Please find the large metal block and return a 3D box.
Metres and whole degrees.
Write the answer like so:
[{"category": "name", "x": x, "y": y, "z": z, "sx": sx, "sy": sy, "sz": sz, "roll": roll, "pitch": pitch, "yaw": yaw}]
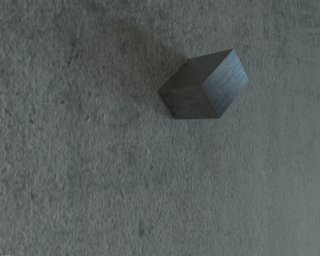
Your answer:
[{"category": "large metal block", "x": 0.058, "y": -0.057, "z": 0.416, "sx": 0.080, "sy": 0.080, "sz": 0.050, "roll": -48, "pitch": 119, "yaw": -29}]
